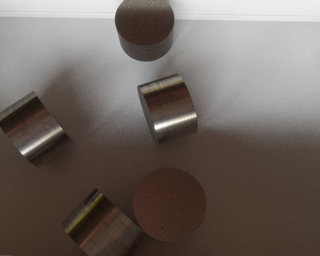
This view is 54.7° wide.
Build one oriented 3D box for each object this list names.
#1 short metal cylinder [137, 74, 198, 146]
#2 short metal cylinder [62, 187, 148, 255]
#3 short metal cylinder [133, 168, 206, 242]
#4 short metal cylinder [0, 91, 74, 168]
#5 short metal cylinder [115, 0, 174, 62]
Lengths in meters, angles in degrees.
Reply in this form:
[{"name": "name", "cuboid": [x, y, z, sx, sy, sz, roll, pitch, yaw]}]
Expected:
[{"name": "short metal cylinder", "cuboid": [0.008, -0.023, 0.389, 0.050, 0.080, 0.080, -19, 71, -7]}, {"name": "short metal cylinder", "cuboid": [-0.059, 0.110, 0.339, 0.080, 0.080, 0.050, 39, 75, 12]}, {"name": "short metal cylinder", "cuboid": [0.011, 0.091, 0.363, 0.081, 0.050, 0.080, 0, 70, -1]}, {"name": "short metal cylinder", "cuboid": [-0.151, 0.002, 0.378, 0.050, 0.080, 0.080, -38, 75, -13]}, {"name": "short metal cylinder", "cuboid": [-0.021, -0.142, 0.443, 0.081, 0.050, 0.080, 0, 78, 0]}]
